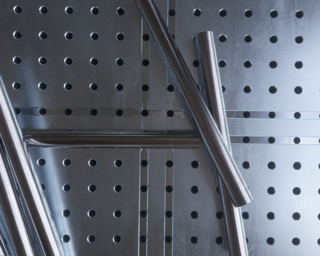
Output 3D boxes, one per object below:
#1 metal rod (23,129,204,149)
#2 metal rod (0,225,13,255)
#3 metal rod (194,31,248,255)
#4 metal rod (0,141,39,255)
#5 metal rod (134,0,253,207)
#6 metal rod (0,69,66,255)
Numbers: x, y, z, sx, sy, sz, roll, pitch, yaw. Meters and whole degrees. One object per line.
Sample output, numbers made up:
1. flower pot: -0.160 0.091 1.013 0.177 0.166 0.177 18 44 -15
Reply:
1. metal rod: -0.094 0.014 0.412 0.302 0.025 0.025 0 90 0
2. metal rod: -0.220 0.150 0.412 0.025 0.025 0.299 -22 90 0
3. metal rod: 0.082 0.023 0.413 0.025 0.025 0.298 -9 90 0
4. metal rod: -0.185 0.114 0.397 0.025 0.025 0.299 -14 96 0
5. metal rod: 0.039 -0.042 0.397 0.025 0.025 0.299 -25 84 0
6. metal rod: -0.172 0.051 0.391 0.025 0.025 0.299 -16 98 0
